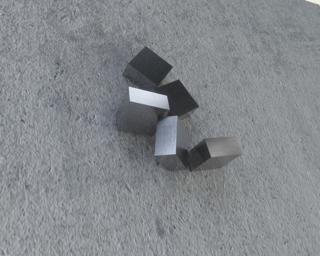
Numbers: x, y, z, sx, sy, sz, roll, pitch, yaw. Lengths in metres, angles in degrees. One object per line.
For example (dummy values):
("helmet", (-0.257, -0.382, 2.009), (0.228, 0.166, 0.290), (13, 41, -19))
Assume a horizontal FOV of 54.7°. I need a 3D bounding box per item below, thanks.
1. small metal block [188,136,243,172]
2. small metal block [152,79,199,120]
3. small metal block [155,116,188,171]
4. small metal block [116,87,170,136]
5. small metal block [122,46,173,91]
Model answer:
("small metal block", (0.069, 0.034, 0.404), (0.050, 0.050, 0.025), (-2, 63, -29))
("small metal block", (0.018, -0.035, 0.435), (0.050, 0.025, 0.050), (-27, 76, -37))
("small metal block", (0.016, 0.020, 0.379), (0.025, 0.050, 0.050), (-6, 60, 19))
("small metal block", (-0.023, -0.019, 0.385), (0.050, 0.050, 0.025), (11, 45, -22))
("small metal block", (-0.017, -0.082, 0.445), (0.050, 0.025, 0.050), (37, 51, -4))
